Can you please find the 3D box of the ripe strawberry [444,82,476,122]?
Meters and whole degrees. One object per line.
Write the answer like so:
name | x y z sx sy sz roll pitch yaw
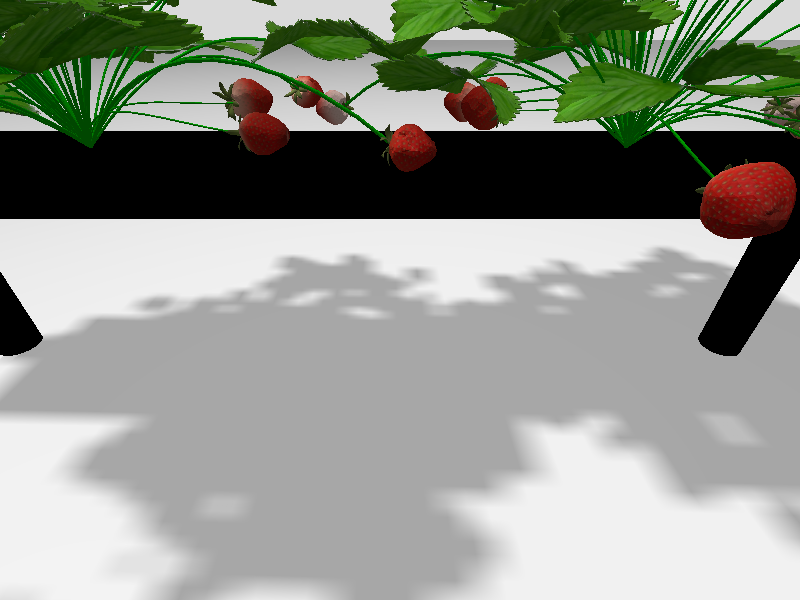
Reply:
ripe strawberry | 0.065 -0.210 0.425 0.040 0.039 0.037 28 43 35

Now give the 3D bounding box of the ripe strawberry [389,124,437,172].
ripe strawberry | 0.009 -0.102 0.270 0.031 0.031 0.034 12 36 10

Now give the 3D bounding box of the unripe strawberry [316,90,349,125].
unripe strawberry | -0.070 -0.197 0.410 0.034 0.033 0.031 7 35 20

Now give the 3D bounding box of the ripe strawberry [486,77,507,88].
ripe strawberry | 0.116 -0.262 0.504 0.033 0.034 0.036 -11 35 -16

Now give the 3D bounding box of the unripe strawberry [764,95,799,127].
unripe strawberry | 0.384 -0.188 0.400 0.033 0.032 0.030 6 28 -31

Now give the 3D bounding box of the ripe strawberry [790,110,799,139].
ripe strawberry | 0.369 -0.160 0.355 0.034 0.033 0.031 -6 35 -9

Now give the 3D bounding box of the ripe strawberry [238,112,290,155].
ripe strawberry | -0.102 -0.127 0.306 0.035 0.030 0.035 6 35 7

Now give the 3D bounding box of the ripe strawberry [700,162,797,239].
ripe strawberry | 0.160 -0.043 0.183 0.034 0.036 0.037 6 35 8

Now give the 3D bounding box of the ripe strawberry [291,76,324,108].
ripe strawberry | -0.110 -0.250 0.483 0.039 0.035 0.035 24 23 31

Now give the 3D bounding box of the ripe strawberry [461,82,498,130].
ripe strawberry | 0.079 -0.186 0.383 0.039 0.041 0.036 19 39 27

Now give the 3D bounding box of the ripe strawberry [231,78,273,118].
ripe strawberry | -0.156 -0.211 0.420 0.046 0.039 0.046 27 42 33
